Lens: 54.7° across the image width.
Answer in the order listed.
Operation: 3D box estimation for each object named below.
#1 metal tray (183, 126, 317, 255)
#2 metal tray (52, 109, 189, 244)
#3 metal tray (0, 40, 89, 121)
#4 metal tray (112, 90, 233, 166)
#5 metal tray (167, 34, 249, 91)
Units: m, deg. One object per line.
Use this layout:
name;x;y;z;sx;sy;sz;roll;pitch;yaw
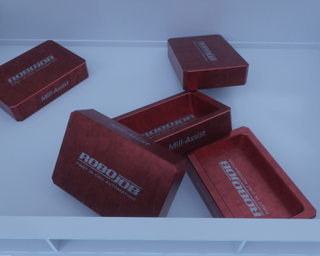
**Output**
metal tray;0.093;0.064;0.348;0.091;0.030;0.130;-19;53;-16
metal tray;-0.046;0.046;0.323;0.130;0.089;0.030;27;17;20
metal tray;-0.186;-0.076;0.463;0.090;0.030;0.131;33;57;24
metal tray;0.011;-0.003;0.383;0.131;0.030;0.090;-22;31;-18
metal tray;0.067;-0.103;0.468;0.091;0.030;0.130;-7;36;-6
